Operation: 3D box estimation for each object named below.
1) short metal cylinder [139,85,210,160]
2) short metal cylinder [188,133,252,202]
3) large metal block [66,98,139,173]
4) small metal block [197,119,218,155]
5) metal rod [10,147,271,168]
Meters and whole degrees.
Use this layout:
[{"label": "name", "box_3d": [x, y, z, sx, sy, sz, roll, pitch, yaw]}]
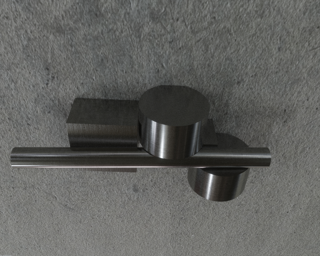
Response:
[{"label": "short metal cylinder", "box_3d": [0.015, -0.009, 0.366, 0.081, 0.080, 0.050, 2, 130, -2]}, {"label": "short metal cylinder", "box_3d": [0.079, 0.051, 0.417, 0.081, 0.080, 0.050, 0, 130, -1]}, {"label": "large metal block", "box_3d": [-0.068, 0.010, 0.396, 0.081, 0.050, 0.079, 2, 130, -3]}, {"label": "small metal block", "box_3d": [0.045, 0.013, 0.402, 0.050, 0.050, 0.025, 1, 130, -1]}, {"label": "metal rod", "box_3d": [-0.020, 0.036, 0.372, 0.302, 0.025, 0.025, 0, 130, -2]}]
